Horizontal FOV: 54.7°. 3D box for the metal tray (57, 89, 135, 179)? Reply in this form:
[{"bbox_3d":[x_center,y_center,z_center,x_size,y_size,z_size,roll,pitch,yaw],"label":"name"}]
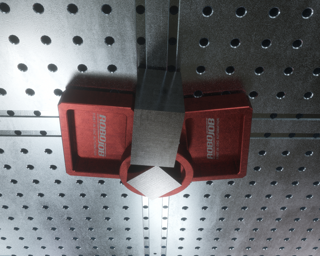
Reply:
[{"bbox_3d":[-0.081,0.013,0.413,0.091,0.030,0.129,5,130,-4],"label":"metal tray"}]

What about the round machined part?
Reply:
[{"bbox_3d":[-0.004,0.049,0.425,0.099,0.042,0.097,0,130,0],"label":"round machined part"}]

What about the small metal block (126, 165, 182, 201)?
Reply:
[{"bbox_3d":[-0.007,0.063,0.405,0.050,0.025,0.050,-32,124,24],"label":"small metal block"}]

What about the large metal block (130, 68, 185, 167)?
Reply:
[{"bbox_3d":[-0.005,-0.012,0.360,0.050,0.080,0.079,5,130,-4],"label":"large metal block"}]

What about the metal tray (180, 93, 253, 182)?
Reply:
[{"bbox_3d":[0.072,0.018,0.419,0.091,0.030,0.129,-5,130,4],"label":"metal tray"}]
